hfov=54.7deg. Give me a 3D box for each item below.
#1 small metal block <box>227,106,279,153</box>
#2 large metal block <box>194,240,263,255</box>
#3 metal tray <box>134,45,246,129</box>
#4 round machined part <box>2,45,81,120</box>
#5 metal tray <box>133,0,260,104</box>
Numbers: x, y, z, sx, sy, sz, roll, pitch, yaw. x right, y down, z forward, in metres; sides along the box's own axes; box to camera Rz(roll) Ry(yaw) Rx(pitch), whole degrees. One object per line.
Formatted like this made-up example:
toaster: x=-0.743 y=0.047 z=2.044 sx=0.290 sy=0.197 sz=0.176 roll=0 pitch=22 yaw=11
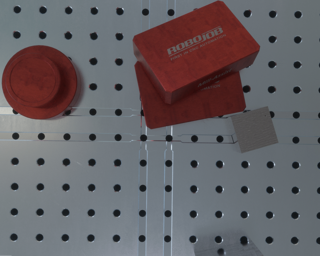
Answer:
small metal block: x=0.123 y=0.002 z=0.414 sx=0.050 sy=0.025 sz=0.050 roll=-16 pitch=90 yaw=0
large metal block: x=0.094 y=0.201 z=0.402 sx=0.080 sy=0.050 sz=0.080 roll=-11 pitch=90 yaw=0
metal tray: x=0.039 y=-0.054 z=0.411 sx=0.131 sy=0.030 sz=0.089 roll=-11 pitch=90 yaw=0
round machined part: x=-0.157 y=-0.060 z=0.403 sx=0.099 sy=0.042 sz=0.097 roll=0 pitch=90 yaw=0
metal tray: x=0.044 y=-0.096 z=0.384 sx=0.131 sy=0.030 sz=0.090 roll=-27 pitch=70 yaw=-12
